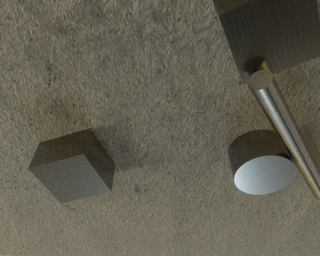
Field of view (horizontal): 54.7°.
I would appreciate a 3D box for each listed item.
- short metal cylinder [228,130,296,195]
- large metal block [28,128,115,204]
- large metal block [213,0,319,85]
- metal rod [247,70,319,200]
[{"bbox_3d":[0.140,0.049,0.434,0.081,0.050,0.079,0,130,0],"label":"short metal cylinder"},{"bbox_3d":[-0.120,0.055,0.436,0.080,0.050,0.080,-16,129,12],"label":"large metal block"},{"bbox_3d":[0.106,-0.101,0.306,0.080,0.050,0.080,-20,128,16],"label":"large metal block"},{"bbox_3d":[0.179,0.029,0.400,0.025,0.025,0.300,-27,136,21],"label":"metal rod"}]
